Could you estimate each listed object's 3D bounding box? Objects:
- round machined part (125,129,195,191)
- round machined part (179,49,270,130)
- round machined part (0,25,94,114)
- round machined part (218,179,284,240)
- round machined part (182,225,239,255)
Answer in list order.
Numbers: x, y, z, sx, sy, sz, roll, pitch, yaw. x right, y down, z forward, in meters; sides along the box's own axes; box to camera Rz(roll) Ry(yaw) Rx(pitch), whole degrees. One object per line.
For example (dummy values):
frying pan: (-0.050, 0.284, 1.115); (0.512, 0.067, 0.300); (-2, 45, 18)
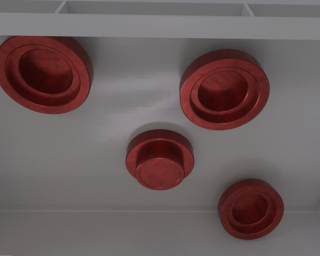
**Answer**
round machined part: (0.000, 0.052, 0.442); (0.099, 0.042, 0.097); (0, 130, 0)
round machined part: (0.071, -0.047, 0.358); (0.099, 0.042, 0.097); (0, 130, 0)
round machined part: (-0.123, -0.066, 0.340); (0.099, 0.042, 0.097); (0, 130, 0)
round machined part: (0.139, 0.123, 0.490); (0.099, 0.042, 0.097); (-2, 109, -4)
round machined part: (0.089, 0.200, 0.550); (0.099, 0.042, 0.098); (-6, 171, -1)
